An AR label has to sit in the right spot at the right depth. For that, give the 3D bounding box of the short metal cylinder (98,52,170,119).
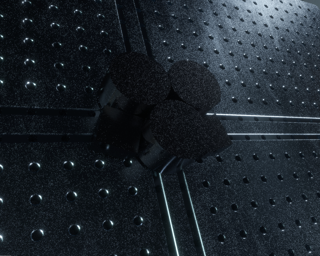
[{"bbox_3d":[-0.034,-0.051,0.401,0.081,0.050,0.080,14,56,-21],"label":"short metal cylinder"}]

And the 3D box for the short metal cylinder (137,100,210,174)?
[{"bbox_3d":[0.014,0.012,0.388,0.081,0.050,0.080,14,56,-21],"label":"short metal cylinder"}]

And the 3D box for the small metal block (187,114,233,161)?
[{"bbox_3d":[0.065,0.012,0.432,0.050,0.025,0.050,-15,70,-34],"label":"small metal block"}]

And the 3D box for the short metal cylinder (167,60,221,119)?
[{"bbox_3d":[0.038,-0.049,0.438,0.081,0.050,0.080,14,56,-21],"label":"short metal cylinder"}]

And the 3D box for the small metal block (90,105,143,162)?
[{"bbox_3d":[-0.051,0.007,0.372,0.050,0.025,0.050,19,54,-17],"label":"small metal block"}]
